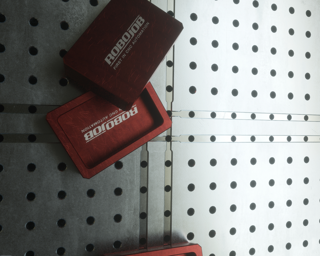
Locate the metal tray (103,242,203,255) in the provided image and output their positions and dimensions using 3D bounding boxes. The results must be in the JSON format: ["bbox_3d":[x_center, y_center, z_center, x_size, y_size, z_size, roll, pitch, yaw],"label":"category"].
[{"bbox_3d":[-0.006,0.202,0.394,0.131,0.030,0.090,-1,74,-20],"label":"metal tray"}]

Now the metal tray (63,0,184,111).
[{"bbox_3d":[-0.041,-0.096,0.372,0.090,0.030,0.130,33,69,-4],"label":"metal tray"}]

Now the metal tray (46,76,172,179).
[{"bbox_3d":[-0.061,-0.009,0.387,0.131,0.030,0.090,-32,101,-17],"label":"metal tray"}]
